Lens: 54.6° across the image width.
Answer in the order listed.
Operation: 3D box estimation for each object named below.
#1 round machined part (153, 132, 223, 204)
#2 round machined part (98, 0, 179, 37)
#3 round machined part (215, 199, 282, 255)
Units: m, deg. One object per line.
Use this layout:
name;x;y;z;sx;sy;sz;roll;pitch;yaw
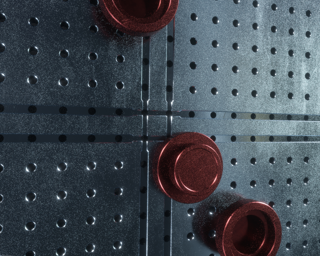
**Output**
round machined part;0.043;0.054;0.419;0.099;0.042;0.097;0;90;-20
round machined part;-0.029;-0.164;0.392;0.099;0.042;0.097;0;90;-20
round machined part;0.122;0.151;0.449;0.099;0.042;0.097;0;90;-20
